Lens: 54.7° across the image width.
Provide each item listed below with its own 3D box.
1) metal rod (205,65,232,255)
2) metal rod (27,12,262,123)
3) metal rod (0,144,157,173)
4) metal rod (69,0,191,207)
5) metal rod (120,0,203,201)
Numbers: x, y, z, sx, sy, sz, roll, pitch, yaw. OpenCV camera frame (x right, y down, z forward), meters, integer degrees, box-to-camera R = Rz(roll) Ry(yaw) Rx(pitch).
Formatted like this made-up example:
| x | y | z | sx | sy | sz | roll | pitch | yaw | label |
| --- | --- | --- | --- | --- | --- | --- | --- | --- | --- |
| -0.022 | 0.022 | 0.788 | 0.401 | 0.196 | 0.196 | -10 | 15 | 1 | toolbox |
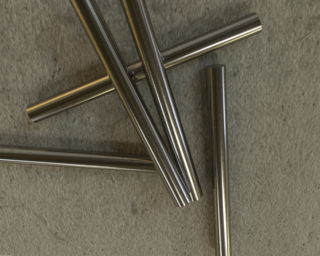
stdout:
| x | y | z | sx | sy | sz | roll | pitch | yaw | label |
| --- | --- | --- | --- | --- | --- | --- | --- | --- | --- |
| 0.084 | 0.062 | 0.433 | 0.025 | 0.025 | 0.298 | -6 | 110 | 2 | metal rod |
| -0.025 | -0.071 | 0.383 | 0.301 | 0.025 | 0.025 | -21 | 109 | 7 | metal rod |
| -0.148 | 0.039 | 0.422 | 0.302 | 0.025 | 0.025 | 4 | 110 | -2 | metal rod |
| -0.030 | -0.027 | 0.372 | 0.025 | 0.025 | 0.299 | -23 | 110 | 8 | metal rod |
| 0.007 | -0.028 | 0.378 | 0.025 | 0.025 | 0.298 | -16 | 118 | 5 | metal rod |
